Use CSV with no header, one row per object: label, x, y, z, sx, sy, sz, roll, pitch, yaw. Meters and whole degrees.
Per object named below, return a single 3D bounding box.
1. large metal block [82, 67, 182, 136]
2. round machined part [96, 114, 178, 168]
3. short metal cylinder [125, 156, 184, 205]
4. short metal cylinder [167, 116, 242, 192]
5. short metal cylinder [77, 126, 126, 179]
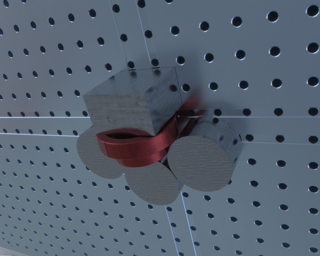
large metal block,-0.029,-0.033,0.370,0.080,0.080,0.050,1,119,28
round machined part,-0.026,0.013,0.383,0.098,0.098,0.042,2,119,27
short metal cylinder,-0.002,0.061,0.434,0.080,0.050,0.079,13,124,21
short metal cylinder,0.056,0.032,0.386,0.080,0.050,0.079,13,124,21
short metal cylinder,-0.072,0.027,0.450,0.080,0.050,0.079,13,124,21
